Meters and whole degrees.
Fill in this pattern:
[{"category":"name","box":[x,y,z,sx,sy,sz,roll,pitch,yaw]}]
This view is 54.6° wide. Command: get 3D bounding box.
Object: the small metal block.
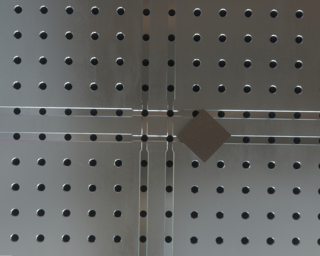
[{"category":"small metal block","box":[0.057,0.010,0.414,0.050,0.025,0.050,44,90,0]}]
